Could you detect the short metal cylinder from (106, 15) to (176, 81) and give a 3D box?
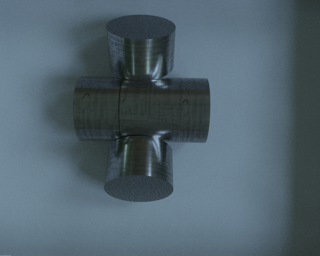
[{"bbox_3d":[-0.023,-0.099,0.375,0.081,0.080,0.050,2,128,0],"label":"short metal cylinder"}]

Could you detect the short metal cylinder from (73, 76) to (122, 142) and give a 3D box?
[{"bbox_3d":[-0.071,-0.023,0.382,0.050,0.080,0.080,1,90,0],"label":"short metal cylinder"}]

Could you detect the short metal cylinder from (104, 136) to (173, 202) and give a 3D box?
[{"bbox_3d":[-0.025,0.051,0.375,0.081,0.080,0.050,0,56,0],"label":"short metal cylinder"}]

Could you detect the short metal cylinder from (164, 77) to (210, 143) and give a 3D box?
[{"bbox_3d":[0.031,-0.022,0.383,0.050,0.080,0.080,1,90,0],"label":"short metal cylinder"}]

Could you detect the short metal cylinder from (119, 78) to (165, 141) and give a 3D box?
[{"bbox_3d":[-0.020,-0.023,0.382,0.050,0.080,0.080,1,90,0],"label":"short metal cylinder"}]
